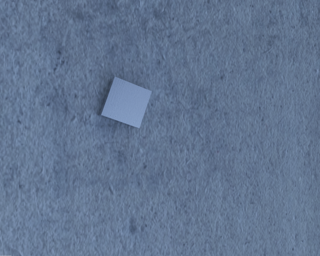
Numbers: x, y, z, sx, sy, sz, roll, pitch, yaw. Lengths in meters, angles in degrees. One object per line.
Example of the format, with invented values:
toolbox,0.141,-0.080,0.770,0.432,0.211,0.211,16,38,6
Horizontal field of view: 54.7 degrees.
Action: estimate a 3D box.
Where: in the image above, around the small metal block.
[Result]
small metal block,-0.045,-0.031,0.393,0.050,0.025,0.050,20,83,-19
